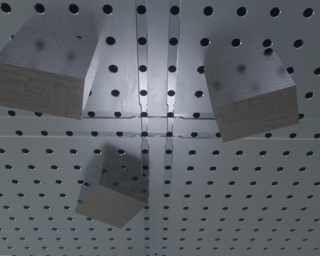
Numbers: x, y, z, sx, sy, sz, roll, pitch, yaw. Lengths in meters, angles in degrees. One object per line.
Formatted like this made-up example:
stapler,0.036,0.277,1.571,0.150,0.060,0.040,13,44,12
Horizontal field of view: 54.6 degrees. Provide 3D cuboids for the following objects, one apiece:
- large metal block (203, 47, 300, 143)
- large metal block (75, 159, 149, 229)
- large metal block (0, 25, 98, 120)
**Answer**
large metal block,0.098,-0.038,0.344,0.080,0.080,0.050,-15,129,12
large metal block,-0.074,0.104,0.483,0.080,0.050,0.080,27,125,-21
large metal block,-0.114,-0.059,0.324,0.080,0.080,0.050,10,129,-9
